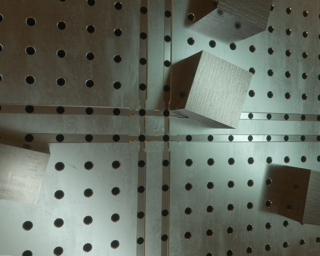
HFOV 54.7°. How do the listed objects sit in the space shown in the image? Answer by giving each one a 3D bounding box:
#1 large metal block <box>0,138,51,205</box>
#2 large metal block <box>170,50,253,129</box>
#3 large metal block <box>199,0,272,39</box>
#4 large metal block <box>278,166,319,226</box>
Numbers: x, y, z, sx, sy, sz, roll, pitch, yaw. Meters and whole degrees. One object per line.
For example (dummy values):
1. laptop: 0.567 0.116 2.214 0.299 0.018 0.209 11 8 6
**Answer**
1. large metal block: -0.163 0.039 0.323 0.081 0.080 0.050 16 85 -20
2. large metal block: 0.070 -0.049 0.426 0.081 0.050 0.080 20 83 -19
3. large metal block: 0.111 -0.184 0.442 0.081 0.050 0.080 15 85 -20
4. large metal block: 0.244 0.108 0.492 0.081 0.050 0.080 13 86 -20
